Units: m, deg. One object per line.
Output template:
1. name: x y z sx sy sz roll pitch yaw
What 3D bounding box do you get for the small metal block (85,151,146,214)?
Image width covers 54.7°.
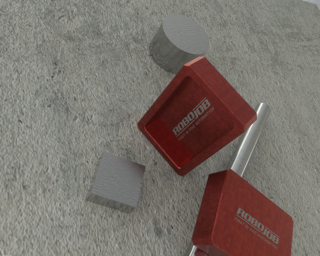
1. small metal block: -0.048 0.060 0.342 0.050 0.025 0.050 22 53 -15

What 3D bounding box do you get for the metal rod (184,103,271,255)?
1. metal rod: 0.102 0.061 0.423 0.025 0.025 0.301 39 51 -2

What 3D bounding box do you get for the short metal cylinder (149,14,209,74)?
1. short metal cylinder: 0.030 -0.131 0.485 0.081 0.050 0.080 14 56 -21

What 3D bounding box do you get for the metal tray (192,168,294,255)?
1. metal tray: 0.103 0.119 0.362 0.130 0.030 0.090 38 53 -22

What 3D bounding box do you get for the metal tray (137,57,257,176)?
1. metal tray: 0.036 -0.007 0.361 0.090 0.129 0.030 49 49 6
